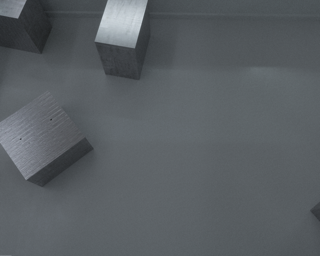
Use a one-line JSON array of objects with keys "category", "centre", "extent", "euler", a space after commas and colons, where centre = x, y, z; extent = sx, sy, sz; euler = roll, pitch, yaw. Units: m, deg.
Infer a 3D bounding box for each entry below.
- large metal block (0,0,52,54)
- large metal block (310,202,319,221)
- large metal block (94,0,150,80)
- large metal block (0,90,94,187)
[{"category": "large metal block", "centre": [-0.211, -0.154, 0.435], "extent": [0.080, 0.080, 0.050], "euler": [12, 71, 4]}, {"category": "large metal block", "centre": [0.231, 0.106, 0.343], "extent": [0.050, 0.080, 0.080], "euler": [-35, 74, -12]}, {"category": "large metal block", "centre": [-0.047, -0.124, 0.425], "extent": [0.050, 0.080, 0.080], "euler": [11, 70, 4]}, {"category": "large metal block", "centre": [-0.145, 0.014, 0.390], "extent": [0.080, 0.050, 0.080], "euler": [-38, 75, -13]}]
